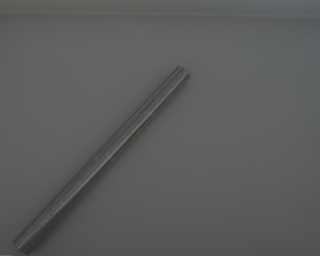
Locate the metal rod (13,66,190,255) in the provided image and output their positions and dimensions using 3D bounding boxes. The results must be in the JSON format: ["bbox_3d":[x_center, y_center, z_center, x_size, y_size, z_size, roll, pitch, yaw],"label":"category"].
[{"bbox_3d":[-0.064,0.030,0.398,0.025,0.025,0.301,38,74,13],"label":"metal rod"}]
